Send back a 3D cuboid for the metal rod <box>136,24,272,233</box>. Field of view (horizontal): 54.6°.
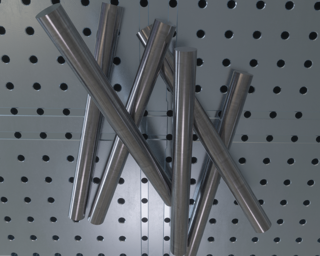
[{"bbox_3d":[0.060,0.008,0.394,0.025,0.025,0.299,-30,99,10],"label":"metal rod"}]

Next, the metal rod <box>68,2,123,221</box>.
[{"bbox_3d":[-0.089,-0.007,0.409,0.025,0.025,0.298,12,110,-5],"label":"metal rod"}]

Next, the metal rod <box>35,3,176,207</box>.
[{"bbox_3d":[-0.040,0.001,0.361,0.025,0.025,0.299,-23,128,8],"label":"metal rod"}]

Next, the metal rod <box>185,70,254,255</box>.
[{"bbox_3d":[0.074,0.068,0.438,0.025,0.025,0.298,11,110,-4],"label":"metal rod"}]

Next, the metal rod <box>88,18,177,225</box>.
[{"bbox_3d":[-0.045,0.011,0.399,0.025,0.025,0.298,19,116,-7],"label":"metal rod"}]

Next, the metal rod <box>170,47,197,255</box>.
[{"bbox_3d":[0.028,0.049,0.399,0.025,0.025,0.298,0,116,0],"label":"metal rod"}]
